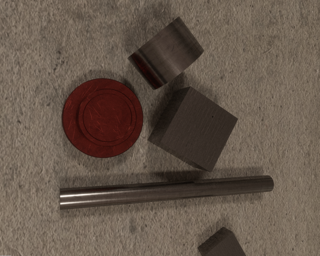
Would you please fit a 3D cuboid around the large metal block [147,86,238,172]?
[{"bbox_3d":[0.043,0.002,0.413,0.080,0.050,0.080,32,80,-18],"label":"large metal block"}]

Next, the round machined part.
[{"bbox_3d":[-0.067,-0.012,0.376,0.099,0.042,0.097,0,90,-21],"label":"round machined part"}]

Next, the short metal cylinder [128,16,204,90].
[{"bbox_3d":[0.007,-0.092,0.383,0.080,0.080,0.050,-43,104,-15],"label":"short metal cylinder"}]

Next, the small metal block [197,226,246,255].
[{"bbox_3d":[0.090,0.180,0.444,0.050,0.025,0.050,-33,101,-17],"label":"small metal block"}]

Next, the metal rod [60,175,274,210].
[{"bbox_3d":[0.023,0.084,0.418,0.303,0.025,0.025,0,90,-21],"label":"metal rod"}]
